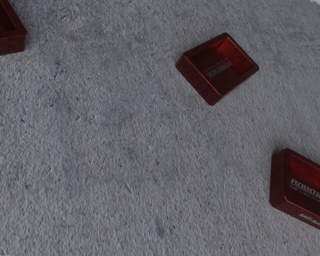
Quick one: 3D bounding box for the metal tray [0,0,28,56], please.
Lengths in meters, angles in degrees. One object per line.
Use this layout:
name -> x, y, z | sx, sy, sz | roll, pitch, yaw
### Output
metal tray -> -0.228, -0.141, 0.363 | 0.091, 0.030, 0.130 | -25, 75, -37

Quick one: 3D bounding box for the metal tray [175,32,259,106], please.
metal tray -> 0.098, -0.102, 0.514 | 0.131, 0.030, 0.090 | -35, 81, -38

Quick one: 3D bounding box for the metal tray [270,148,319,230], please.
metal tray -> 0.228, 0.097, 0.463 | 0.131, 0.030, 0.090 | 27, 52, -11
